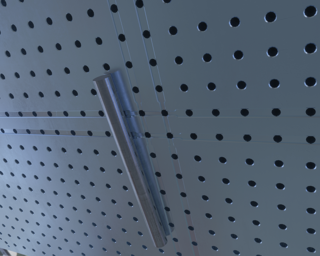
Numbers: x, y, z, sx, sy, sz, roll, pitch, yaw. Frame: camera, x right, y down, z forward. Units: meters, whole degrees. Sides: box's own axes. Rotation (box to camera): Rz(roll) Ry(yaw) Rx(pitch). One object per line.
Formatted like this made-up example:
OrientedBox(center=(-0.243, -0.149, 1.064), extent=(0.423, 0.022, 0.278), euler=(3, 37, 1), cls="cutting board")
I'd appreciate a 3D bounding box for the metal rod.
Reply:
OrientedBox(center=(-0.038, 0.064, 0.469), extent=(0.025, 0.025, 0.298), euler=(-2, 118, 29), cls="metal rod")
